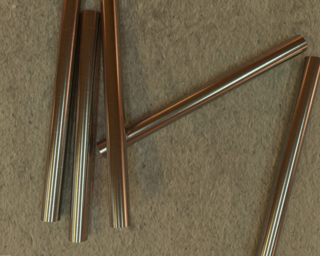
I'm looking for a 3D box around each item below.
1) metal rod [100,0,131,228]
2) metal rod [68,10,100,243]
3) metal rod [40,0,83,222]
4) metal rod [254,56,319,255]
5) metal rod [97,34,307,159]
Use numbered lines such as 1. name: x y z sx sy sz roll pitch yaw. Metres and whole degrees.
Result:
1. metal rod: -0.057 -0.031 0.389 0.025 0.025 0.298 -4 82 -1
2. metal rod: -0.099 -0.002 0.408 0.025 0.025 0.298 3 90 -1
3. metal rod: -0.129 -0.028 0.408 0.025 0.025 0.298 6 90 -1
4. metal rod: 0.169 0.053 0.412 0.025 0.025 0.298 14 90 -1
5. metal rod: 0.055 -0.042 0.410 0.301 0.025 0.025 -28 90 -1
